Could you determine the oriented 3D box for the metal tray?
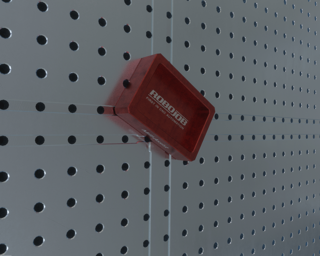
[{"bbox_3d":[0.013,-0.024,0.415,0.130,0.030,0.090,39,66,-33],"label":"metal tray"}]
